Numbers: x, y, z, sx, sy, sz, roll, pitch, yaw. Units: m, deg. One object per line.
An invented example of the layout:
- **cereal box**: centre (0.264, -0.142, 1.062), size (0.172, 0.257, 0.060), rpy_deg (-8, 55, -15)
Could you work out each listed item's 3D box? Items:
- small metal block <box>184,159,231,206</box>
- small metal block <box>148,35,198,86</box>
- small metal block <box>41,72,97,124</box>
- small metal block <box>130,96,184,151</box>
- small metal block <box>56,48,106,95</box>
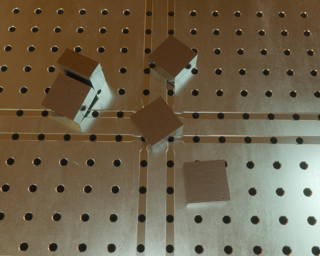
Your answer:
- **small metal block**: centre (0.057, 0.068, 0.387), size (0.050, 0.025, 0.050), rpy_deg (-4, 70, -2)
- **small metal block**: centre (0.018, -0.098, 0.448), size (0.050, 0.025, 0.050), rpy_deg (39, 74, 13)
- **small metal block**: centre (-0.123, -0.040, 0.422), size (0.050, 0.025, 0.050), rpy_deg (25, 82, 9)
- **small metal block**: centre (-0.004, -0.005, 0.414), size (0.050, 0.025, 0.050), rpy_deg (-34, 74, -12)
- **small metal block**: centre (-0.107, -0.076, 0.426), size (0.050, 0.050, 0.025), rpy_deg (25, 72, 9)
